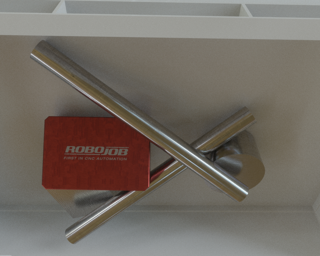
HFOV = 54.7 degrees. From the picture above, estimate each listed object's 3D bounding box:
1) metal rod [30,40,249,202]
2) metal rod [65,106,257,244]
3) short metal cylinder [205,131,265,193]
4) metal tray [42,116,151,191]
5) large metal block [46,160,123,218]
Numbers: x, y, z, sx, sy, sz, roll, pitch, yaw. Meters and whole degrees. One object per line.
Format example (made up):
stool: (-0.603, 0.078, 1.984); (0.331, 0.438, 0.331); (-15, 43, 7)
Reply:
metal rod: (-0.014, 0.000, 0.368); (0.301, 0.025, 0.025); (36, 122, -12)
metal rod: (-0.005, 0.068, 0.417); (0.300, 0.025, 0.025); (-35, 123, 9)
short metal cylinder: (0.099, 0.047, 0.431); (0.081, 0.050, 0.079); (0, 130, 0)
metal tray: (-0.078, 0.032, 0.394); (0.131, 0.030, 0.089); (1, 86, 0)
large metal block: (-0.107, 0.082, 0.455); (0.080, 0.050, 0.080); (-15, 129, 12)
